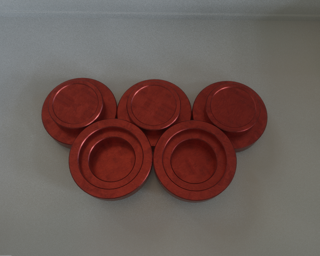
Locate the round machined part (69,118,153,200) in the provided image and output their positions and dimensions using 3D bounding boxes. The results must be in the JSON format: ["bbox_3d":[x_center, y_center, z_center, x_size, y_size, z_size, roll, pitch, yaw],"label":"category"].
[{"bbox_3d":[-0.058,0.041,0.383,0.099,0.042,0.098,0,70,0],"label":"round machined part"}]

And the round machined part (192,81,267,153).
[{"bbox_3d":[0.091,-0.019,0.405,0.099,0.042,0.098,0,69,0],"label":"round machined part"}]

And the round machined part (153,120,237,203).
[{"bbox_3d":[0.041,0.043,0.383,0.099,0.042,0.098,0,70,0],"label":"round machined part"}]

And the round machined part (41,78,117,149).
[{"bbox_3d":[-0.106,-0.024,0.406,0.099,0.042,0.098,0,69,-1],"label":"round machined part"}]

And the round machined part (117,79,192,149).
[{"bbox_3d":[-0.008,-0.022,0.406,0.099,0.042,0.098,0,69,0],"label":"round machined part"}]
